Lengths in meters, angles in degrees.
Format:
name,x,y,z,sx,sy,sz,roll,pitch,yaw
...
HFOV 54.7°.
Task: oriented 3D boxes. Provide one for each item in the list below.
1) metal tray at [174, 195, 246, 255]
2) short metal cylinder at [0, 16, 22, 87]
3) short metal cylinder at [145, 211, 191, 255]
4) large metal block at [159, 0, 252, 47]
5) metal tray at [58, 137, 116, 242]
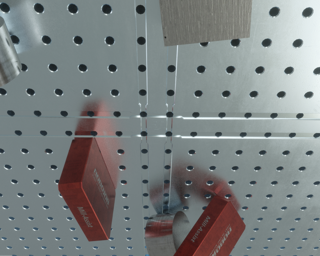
name,x,y,z,sx,sy,sz,roll,pitch,yaw
metal tray,0.085,0.189,0.514,0.030,0.130,0.090,15,148,47
short metal cylinder,-0.189,-0.075,0.310,0.080,0.080,0.050,-2,130,2
short metal cylinder,0.017,0.186,0.529,0.050,0.080,0.080,-15,129,24
large metal block,0.040,-0.128,0.287,0.080,0.050,0.080,-5,130,4
metal tray,-0.098,0.089,0.443,0.030,0.090,0.129,-7,130,6
